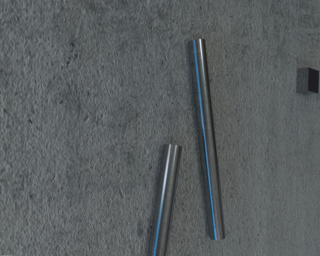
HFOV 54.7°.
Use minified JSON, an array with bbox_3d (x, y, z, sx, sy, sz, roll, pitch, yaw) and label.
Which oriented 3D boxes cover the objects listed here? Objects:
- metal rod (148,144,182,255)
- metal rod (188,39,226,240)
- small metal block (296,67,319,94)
[{"bbox_3d":[-0.004,0.170,0.401,0.025,0.025,0.299,14,81,-39],"label":"metal rod"},{"bbox_3d":[0.071,0.021,0.463,0.025,0.025,0.298,-12,98,-39],"label":"metal rod"},{"bbox_3d":[0.322,-0.102,0.673,0.050,0.025,0.050,3,88,-40],"label":"small metal block"}]
